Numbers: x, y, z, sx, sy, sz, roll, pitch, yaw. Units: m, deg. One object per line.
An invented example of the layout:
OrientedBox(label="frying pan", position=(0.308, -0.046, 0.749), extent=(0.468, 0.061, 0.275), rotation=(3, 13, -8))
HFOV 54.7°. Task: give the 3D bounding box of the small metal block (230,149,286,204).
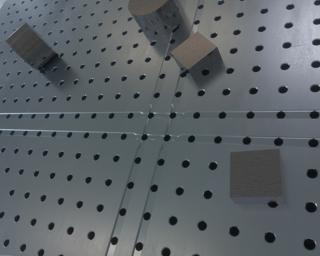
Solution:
OrientedBox(label="small metal block", position=(0.101, 0.051, 0.324), extent=(0.050, 0.025, 0.050), rotation=(-6, 59, 25))

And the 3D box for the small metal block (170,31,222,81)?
OrientedBox(label="small metal block", position=(0.051, -0.104, 0.445), extent=(0.050, 0.025, 0.050), rotation=(-38, 51, 2))

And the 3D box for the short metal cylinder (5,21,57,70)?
OrientedBox(label="short metal cylinder", position=(-0.249, -0.158, 0.601), extent=(0.050, 0.080, 0.080), rotation=(-44, 51, -2))

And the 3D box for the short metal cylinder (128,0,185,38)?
OrientedBox(label="short metal cylinder", position=(-0.006, -0.199, 0.518), extent=(0.080, 0.050, 0.080), rotation=(-13, 56, 21))
